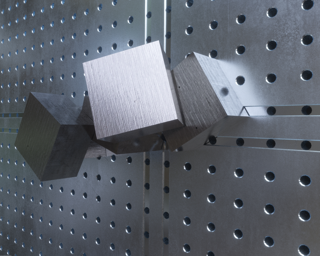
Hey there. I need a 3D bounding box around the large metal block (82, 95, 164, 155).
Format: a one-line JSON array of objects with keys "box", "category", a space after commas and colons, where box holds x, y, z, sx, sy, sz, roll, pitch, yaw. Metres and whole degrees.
[{"box": [-0.048, -0.006, 0.410, 0.080, 0.081, 0.050, 24, 105, 37], "category": "large metal block"}]

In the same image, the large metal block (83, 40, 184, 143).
[{"box": [-0.026, -0.034, 0.323, 0.080, 0.050, 0.080, -14, 80, 9], "category": "large metal block"}]

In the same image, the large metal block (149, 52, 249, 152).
[{"box": [0.040, -0.027, 0.358, 0.080, 0.050, 0.080, -37, 68, 33], "category": "large metal block"}]

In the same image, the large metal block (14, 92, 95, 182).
[{"box": [-0.136, 0.009, 0.397, 0.080, 0.050, 0.079, 38, 113, 33], "category": "large metal block"}]

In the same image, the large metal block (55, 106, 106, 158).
[{"box": [-0.134, 0.009, 0.481, 0.050, 0.081, 0.080, -8, 85, 39], "category": "large metal block"}]
